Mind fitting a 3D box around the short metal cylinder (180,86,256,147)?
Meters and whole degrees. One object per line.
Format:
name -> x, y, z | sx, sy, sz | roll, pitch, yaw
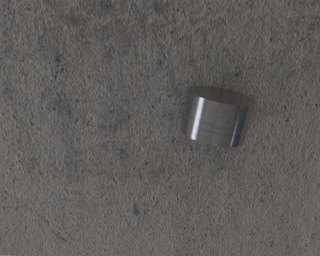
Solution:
short metal cylinder -> 0.068, -0.016, 0.375 | 0.080, 0.080, 0.050 | 9, 110, -3
